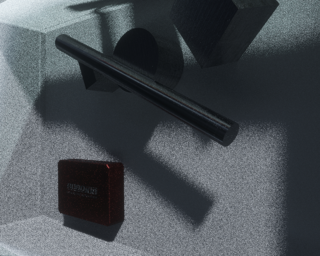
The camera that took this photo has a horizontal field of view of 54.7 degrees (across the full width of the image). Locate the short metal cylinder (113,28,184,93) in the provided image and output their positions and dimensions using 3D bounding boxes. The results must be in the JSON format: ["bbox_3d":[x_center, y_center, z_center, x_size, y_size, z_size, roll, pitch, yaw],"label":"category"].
[{"bbox_3d":[-0.016,-0.084,0.402,0.080,0.050,0.079,0,90,39],"label":"short metal cylinder"}]

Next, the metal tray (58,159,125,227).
[{"bbox_3d":[-0.113,0.098,0.494,0.130,0.030,0.089,-1,89,39],"label":"metal tray"}]

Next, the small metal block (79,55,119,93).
[{"bbox_3d":[-0.088,-0.083,0.461,0.025,0.050,0.050,-30,72,36],"label":"small metal block"}]

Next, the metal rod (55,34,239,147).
[{"bbox_3d":[-0.039,-0.060,0.371,0.300,0.025,0.025,32,110,34],"label":"metal rod"}]

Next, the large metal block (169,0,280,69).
[{"bbox_3d":[0.060,-0.121,0.319,0.080,0.050,0.080,63,152,20],"label":"large metal block"}]
